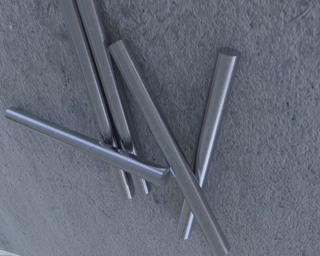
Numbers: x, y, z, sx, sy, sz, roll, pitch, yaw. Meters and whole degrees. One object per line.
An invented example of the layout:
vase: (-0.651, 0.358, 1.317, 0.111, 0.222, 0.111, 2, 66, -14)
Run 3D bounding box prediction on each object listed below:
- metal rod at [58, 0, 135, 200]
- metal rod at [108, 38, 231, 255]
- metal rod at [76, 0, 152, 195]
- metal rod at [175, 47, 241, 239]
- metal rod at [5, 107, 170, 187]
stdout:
metal rod: (-0.081, -0.023, 0.433, 0.025, 0.025, 0.298, 2, 120, 27)
metal rod: (0.016, 0.031, 0.391, 0.025, 0.025, 0.299, -21, 100, 35)
metal rod: (-0.057, -0.036, 0.412, 0.025, 0.025, 0.298, 1, 119, 27)
metal rod: (0.054, 0.043, 0.403, 0.025, 0.025, 0.298, 20, 126, 16)
metal rod: (-0.121, 0.019, 0.454, 0.301, 0.025, 0.025, 19, 126, 26)
